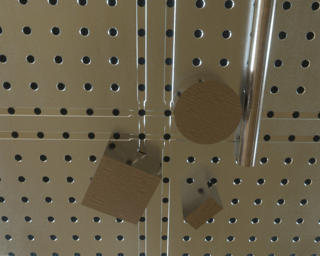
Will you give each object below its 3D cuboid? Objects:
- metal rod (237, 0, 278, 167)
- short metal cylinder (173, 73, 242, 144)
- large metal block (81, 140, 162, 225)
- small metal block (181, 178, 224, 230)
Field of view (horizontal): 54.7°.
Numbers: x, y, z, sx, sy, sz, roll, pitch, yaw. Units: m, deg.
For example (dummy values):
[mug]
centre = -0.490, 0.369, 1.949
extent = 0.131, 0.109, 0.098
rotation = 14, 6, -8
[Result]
[metal rod]
centre = 0.123, -0.091, 0.381
extent = 0.025, 0.025, 0.298
rotation = 1, 110, -1
[short metal cylinder]
centre = 0.057, -0.026, 0.392
extent = 0.081, 0.050, 0.079
rotation = 0, 110, -1
[large metal block]
centre = -0.051, 0.074, 0.427
extent = 0.080, 0.050, 0.080
rotation = 24, 108, -9
[small metal block]
centre = 0.059, 0.107, 0.441
extent = 0.025, 0.050, 0.050
rotation = 43, 104, -14
